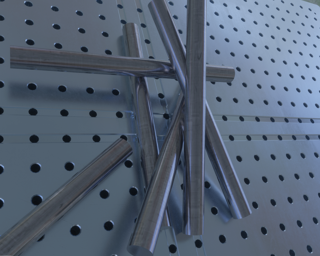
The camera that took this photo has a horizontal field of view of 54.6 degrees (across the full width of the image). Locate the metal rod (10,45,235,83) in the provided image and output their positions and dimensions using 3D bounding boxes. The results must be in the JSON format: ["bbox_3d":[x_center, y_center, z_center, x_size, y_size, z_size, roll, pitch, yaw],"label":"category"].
[{"bbox_3d":[-0.029,-0.080,0.407,0.302,0.025,0.025,-1,62,-26],"label":"metal rod"}]

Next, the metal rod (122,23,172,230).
[{"bbox_3d":[-0.022,-0.021,0.408,0.025,0.025,0.299,4,60,-26],"label":"metal rod"}]

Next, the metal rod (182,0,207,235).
[{"bbox_3d":[0.043,-0.027,0.376,0.025,0.025,0.299,5,82,-26],"label":"metal rod"}]

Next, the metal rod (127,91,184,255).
[{"bbox_3d":[0.019,0.012,0.385,0.025,0.025,0.301,30,44,-9],"label":"metal rod"}]

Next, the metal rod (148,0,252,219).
[{"bbox_3d":[0.051,-0.027,0.404,0.025,0.025,0.299,-20,87,-35],"label":"metal rod"}]

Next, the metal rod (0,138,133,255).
[{"bbox_3d":[-0.129,0.102,0.276,0.025,0.025,0.302,45,51,3],"label":"metal rod"}]
